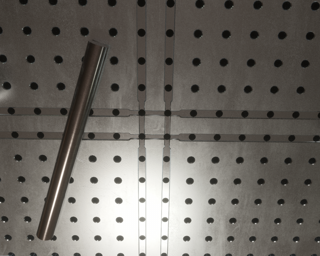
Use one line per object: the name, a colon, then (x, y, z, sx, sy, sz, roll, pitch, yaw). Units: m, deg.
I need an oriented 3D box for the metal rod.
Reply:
metal rod: (-0.124, 0.030, 0.422, 0.025, 0.025, 0.298, 18, 109, -7)
